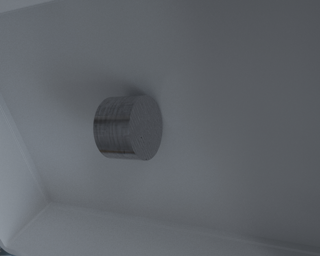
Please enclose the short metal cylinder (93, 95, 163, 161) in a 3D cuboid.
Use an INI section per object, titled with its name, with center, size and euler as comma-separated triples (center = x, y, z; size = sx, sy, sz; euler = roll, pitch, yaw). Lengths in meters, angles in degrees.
[short metal cylinder]
center = -0.038, 0.000, 0.388
size = 0.050, 0.080, 0.080
euler = 0, 119, 28
